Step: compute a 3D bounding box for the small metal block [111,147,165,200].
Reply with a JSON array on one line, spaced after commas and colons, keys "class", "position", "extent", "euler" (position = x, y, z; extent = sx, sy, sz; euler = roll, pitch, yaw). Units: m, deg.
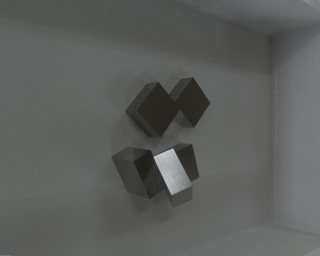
[{"class": "small metal block", "position": [-0.026, 0.052, 0.368], "extent": [0.025, 0.050, 0.050], "euler": [-32, 110, -32]}]

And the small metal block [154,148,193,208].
[{"class": "small metal block", "position": [0.016, 0.060, 0.365], "extent": [0.025, 0.050, 0.050], "euler": [-23, 150, -8]}]

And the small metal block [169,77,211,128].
[{"class": "small metal block", "position": [0.039, -0.036, 0.439], "extent": [0.050, 0.025, 0.050], "euler": [51, 60, -28]}]

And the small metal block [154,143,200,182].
[{"class": "small metal block", "position": [0.024, 0.053, 0.426], "extent": [0.050, 0.025, 0.050], "euler": [-22, 104, -38]}]

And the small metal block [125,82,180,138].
[{"class": "small metal block", "position": [-0.008, -0.023, 0.399], "extent": [0.050, 0.025, 0.050], "euler": [49, 61, -29]}]
